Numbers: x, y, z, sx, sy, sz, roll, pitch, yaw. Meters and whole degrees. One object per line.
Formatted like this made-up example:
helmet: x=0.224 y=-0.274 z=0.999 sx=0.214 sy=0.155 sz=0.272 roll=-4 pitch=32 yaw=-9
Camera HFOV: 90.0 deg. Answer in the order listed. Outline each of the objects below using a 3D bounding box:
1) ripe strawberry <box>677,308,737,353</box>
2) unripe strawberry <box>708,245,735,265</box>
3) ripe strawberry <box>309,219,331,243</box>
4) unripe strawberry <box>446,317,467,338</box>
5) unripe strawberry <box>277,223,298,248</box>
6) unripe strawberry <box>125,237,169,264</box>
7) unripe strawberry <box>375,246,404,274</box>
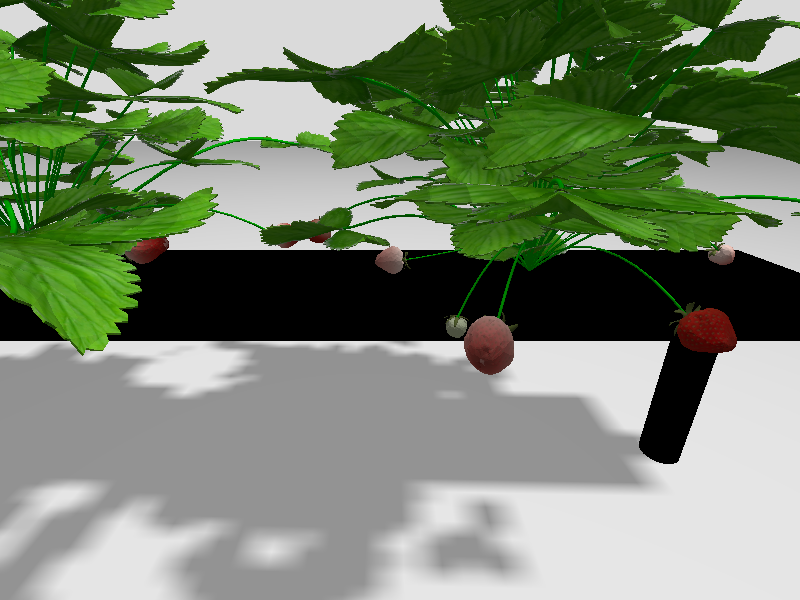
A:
ripe strawberry: x=0.176 y=0.019 z=0.229 sx=0.029 sy=0.026 sz=0.027 roll=-9 pitch=38 yaw=-19
unripe strawberry: x=0.307 y=-0.042 z=0.380 sx=0.022 sy=0.019 sz=0.022 roll=30 pitch=18 yaw=-16
ripe strawberry: x=-0.093 y=-0.076 z=0.454 sx=0.028 sy=0.028 sz=0.026 roll=-40 pitch=1 yaw=33
unripe strawberry: x=0.035 y=0.017 z=0.252 sx=0.014 sy=0.013 sz=0.013 roll=15 pitch=10 yaw=31
unripe strawberry: x=-0.121 y=-0.069 z=0.431 sx=0.028 sy=0.027 sz=0.030 roll=-2 pitch=23 yaw=-20
unripe strawberry: x=-0.242 y=-0.053 z=0.381 sx=0.037 sy=0.037 sz=0.041 roll=-5 pitch=24 yaw=-13
unripe strawberry: x=-0.010 y=-0.036 z=0.360 sx=0.026 sy=0.025 sz=0.024 roll=-1 pitch=24 yaw=-2
